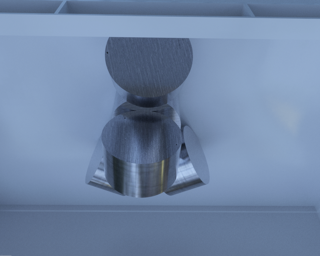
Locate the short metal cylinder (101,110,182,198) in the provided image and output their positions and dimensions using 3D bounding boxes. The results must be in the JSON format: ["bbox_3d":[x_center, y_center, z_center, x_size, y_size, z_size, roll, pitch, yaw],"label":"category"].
[{"bbox_3d":[-0.019,0.025,0.326,0.081,0.080,0.050,2,130,-2],"label":"short metal cylinder"}]

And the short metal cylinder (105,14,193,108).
[{"bbox_3d":[-0.011,-0.064,0.308,0.081,0.080,0.050,3,173,-3],"label":"short metal cylinder"}]

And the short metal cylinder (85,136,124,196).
[{"bbox_3d":[-0.058,0.043,0.406,0.050,0.080,0.080,23,126,-18],"label":"short metal cylinder"}]

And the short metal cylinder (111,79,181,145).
[{"bbox_3d":[-0.016,-0.018,0.373,0.081,0.050,0.079,0,130,0],"label":"short metal cylinder"}]

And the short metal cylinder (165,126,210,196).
[{"bbox_3d":[0.026,0.043,0.408,0.050,0.080,0.080,-22,127,18],"label":"short metal cylinder"}]
